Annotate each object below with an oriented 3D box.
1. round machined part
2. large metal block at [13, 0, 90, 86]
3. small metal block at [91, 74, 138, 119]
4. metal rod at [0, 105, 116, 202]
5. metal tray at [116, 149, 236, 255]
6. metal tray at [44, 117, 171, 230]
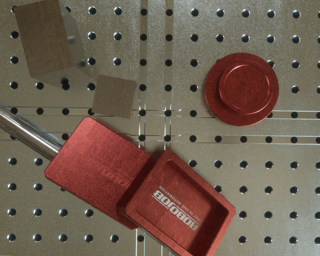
[{"bbox_3d":[0.108,-0.051,0.406,0.099,0.042,0.097,0,90,-1],"label":"round machined part"},{"bbox_3d":[-0.129,-0.101,0.384,0.050,0.080,0.080,-14,90,0],"label":"large metal block"},{"bbox_3d":[-0.060,-0.041,0.413,0.050,0.025,0.050,10,90,-1],"label":"small metal block"},{"bbox_3d":[-0.158,0.021,0.411,0.301,0.025,0.025,34,90,-1],"label":"metal rod"},{"bbox_3d":[0.024,0.099,0.377,0.130,0.030,0.090,43,67,-17],"label":"metal tray"},{"bbox_3d":[-0.064,0.057,0.392,0.130,0.030,0.090,32,69,-3],"label":"metal tray"}]
